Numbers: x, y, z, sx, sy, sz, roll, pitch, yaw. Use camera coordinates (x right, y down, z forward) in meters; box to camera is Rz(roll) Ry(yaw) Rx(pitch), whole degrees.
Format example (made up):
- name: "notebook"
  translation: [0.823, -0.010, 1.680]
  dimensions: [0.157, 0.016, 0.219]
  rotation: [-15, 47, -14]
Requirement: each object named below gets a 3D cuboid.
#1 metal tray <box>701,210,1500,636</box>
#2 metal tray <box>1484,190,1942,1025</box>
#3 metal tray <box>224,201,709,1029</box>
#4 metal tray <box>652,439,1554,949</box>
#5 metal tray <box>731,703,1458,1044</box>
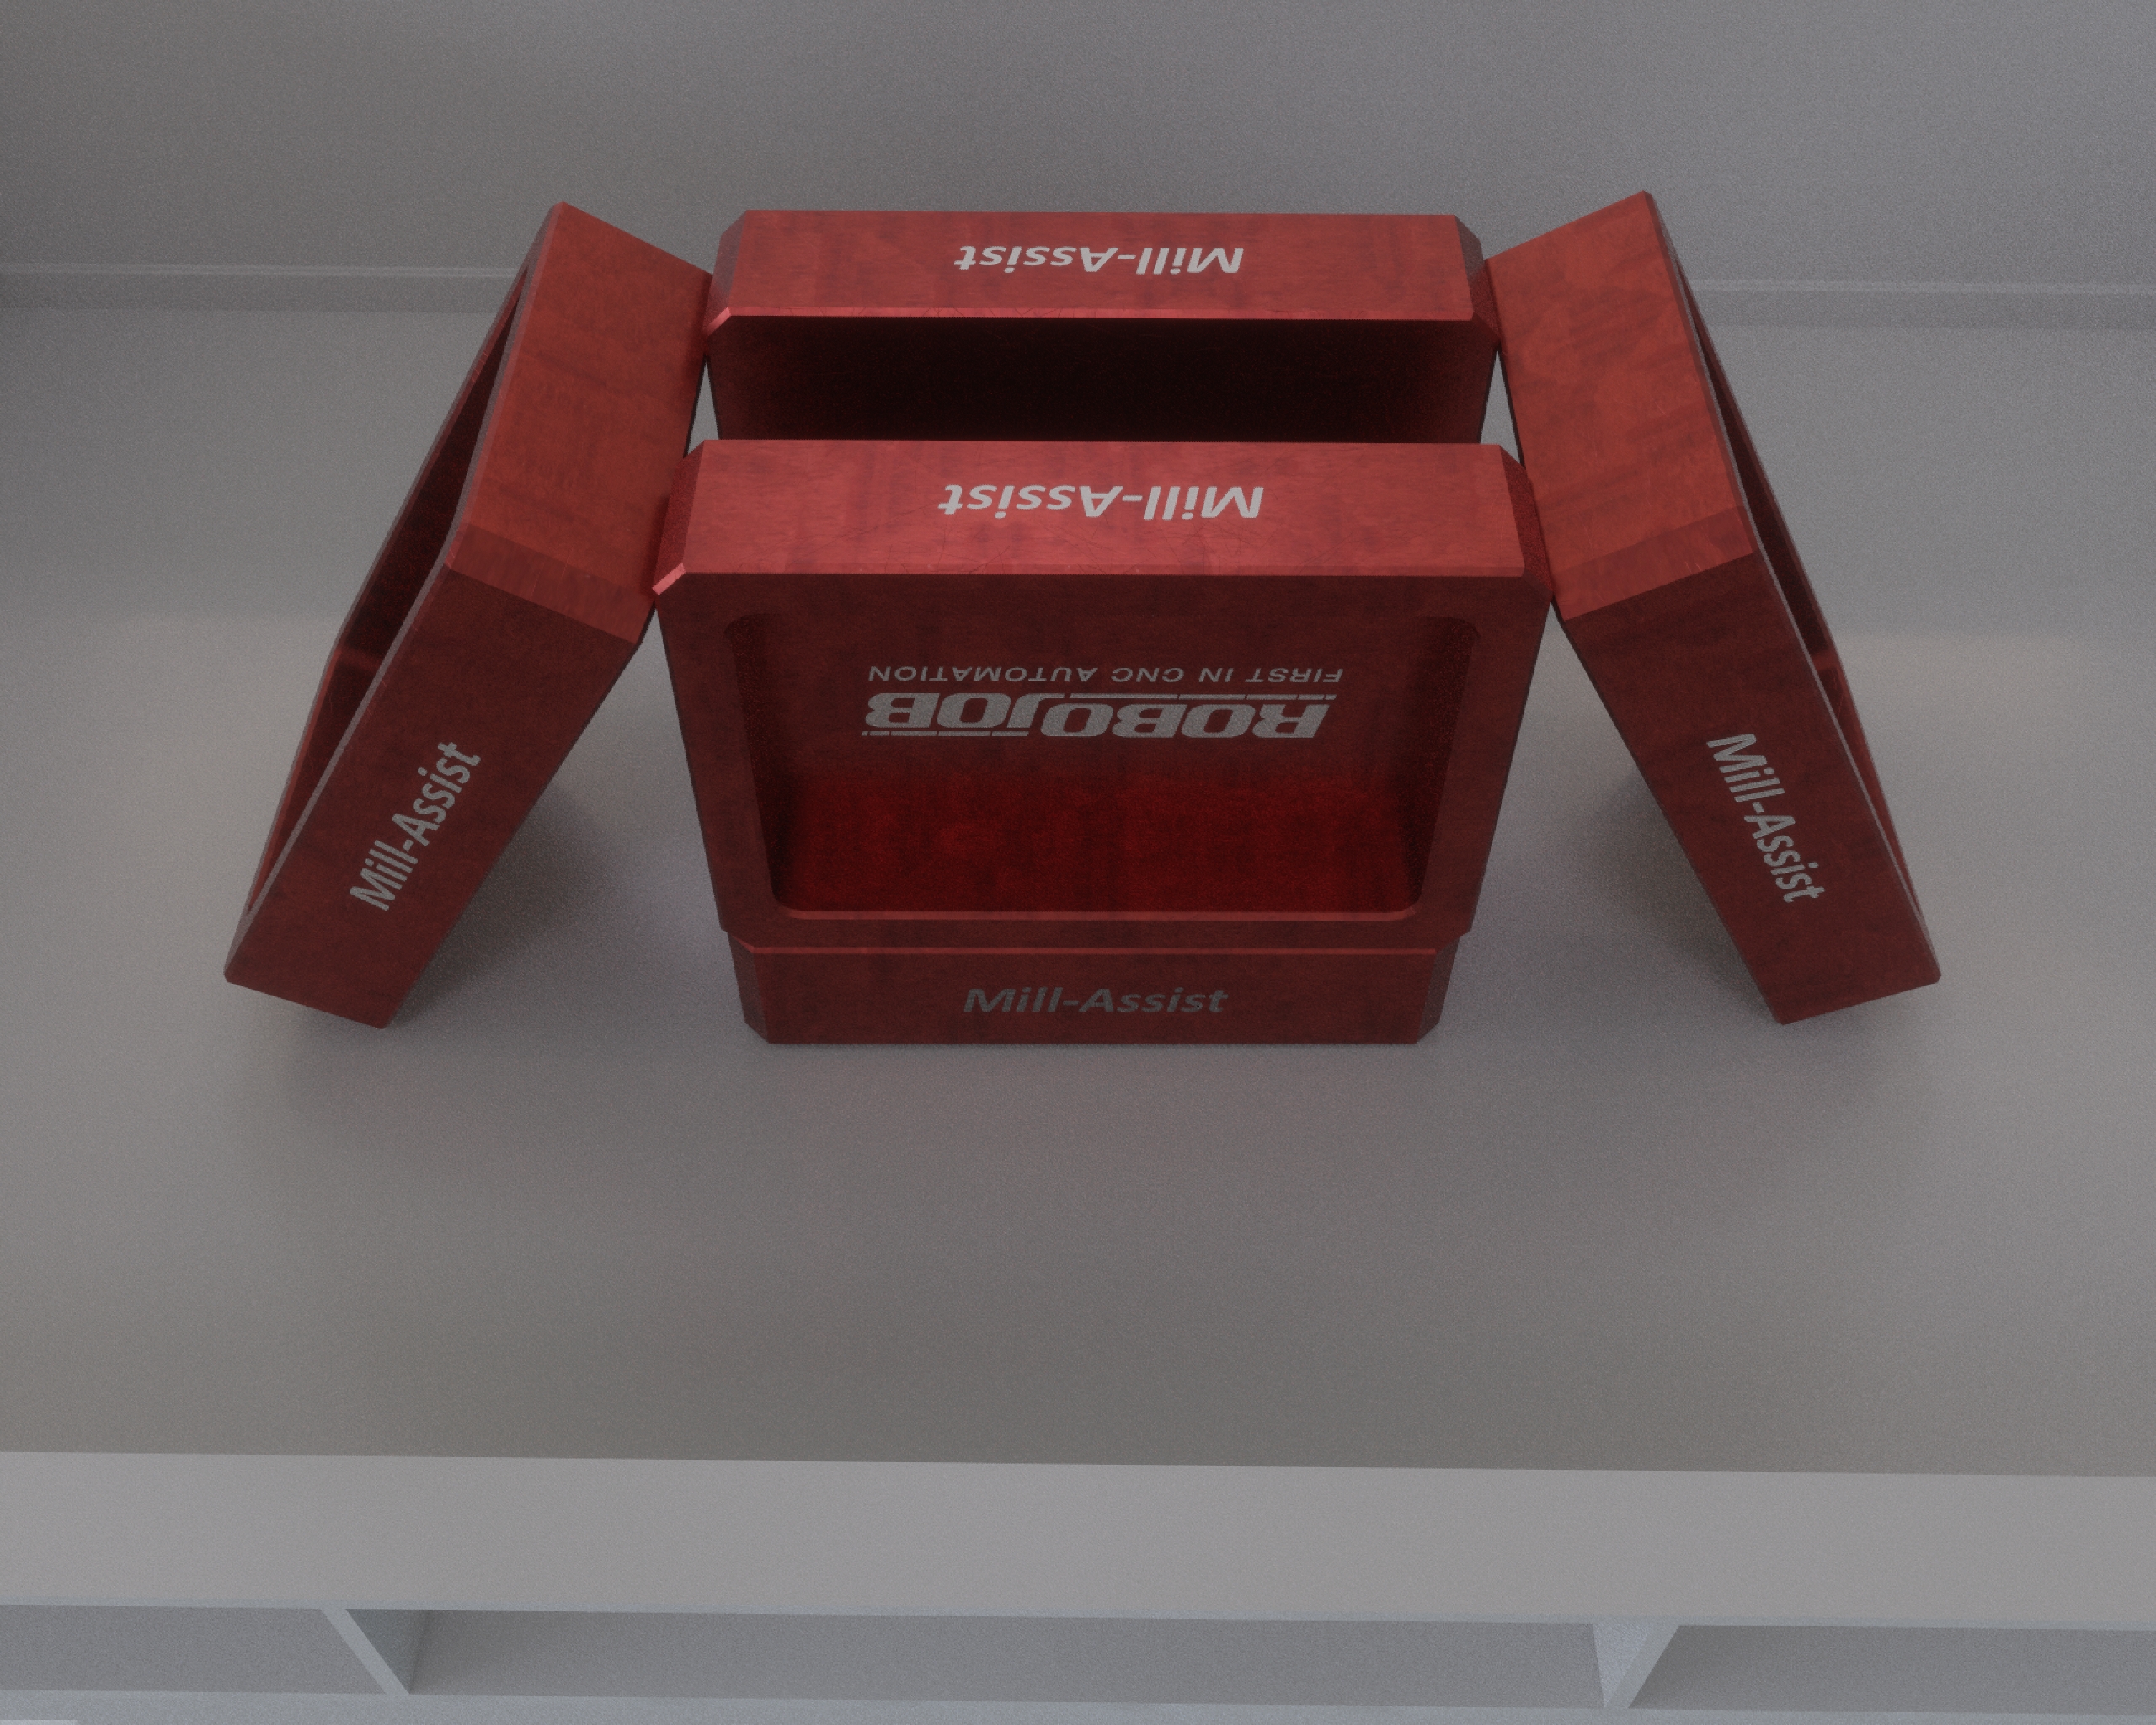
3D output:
- name: "metal tray"
  translation: [0.004, -0.072, 0.381]
  dimensions: [0.131, 0.089, 0.030]
  rotation: [0, 50, 0]
- name: "metal tray"
  translation: [0.114, -0.042, 0.372]
  dimensions: [0.030, 0.130, 0.090]
  rotation: [-20, 47, 23]
- name: "metal tray"
  translation: [-0.109, -0.040, 0.370]
  dimensions: [0.030, 0.129, 0.090]
  rotation: [22, 46, -24]
- name: "metal tray"
  translation: [0.004, -0.025, 0.342]
  dimensions: [0.131, 0.089, 0.030]
  rotation: [0, 50, -1]
- name: "metal tray"
  translation: [0.003, -0.009, 0.408]
  dimensions: [0.131, 0.030, 0.090]
  rotation: [0, 50, -1]
